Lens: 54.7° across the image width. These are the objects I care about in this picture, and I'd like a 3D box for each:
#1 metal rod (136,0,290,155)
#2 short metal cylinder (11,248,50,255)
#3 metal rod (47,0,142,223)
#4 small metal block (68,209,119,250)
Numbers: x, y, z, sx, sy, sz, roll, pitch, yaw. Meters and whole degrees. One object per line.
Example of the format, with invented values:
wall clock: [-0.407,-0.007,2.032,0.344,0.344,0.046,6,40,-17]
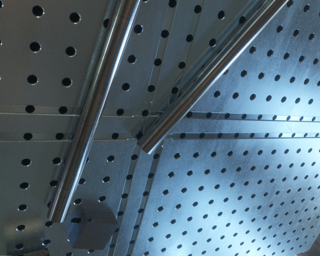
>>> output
metal rod: [0.077,-0.084,0.403,0.299,0.025,0.025,-48,129,5]
short metal cylinder: [-0.172,0.207,0.410,0.050,0.080,0.079,-4,120,-27]
metal rod: [-0.081,-0.013,0.359,0.025,0.025,0.298,10,113,-33]
small metal block: [-0.097,0.149,0.452,0.050,0.025,0.050,21,107,-36]
